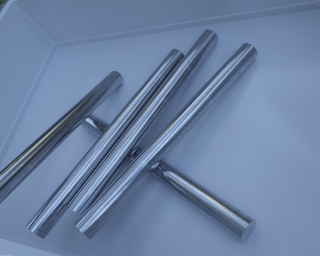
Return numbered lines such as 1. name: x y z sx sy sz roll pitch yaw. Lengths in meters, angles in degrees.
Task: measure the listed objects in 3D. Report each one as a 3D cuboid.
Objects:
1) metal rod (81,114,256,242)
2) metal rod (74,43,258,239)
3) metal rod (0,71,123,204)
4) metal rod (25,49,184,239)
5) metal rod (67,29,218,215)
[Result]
1. metal rod: -0.018 0.040 0.390 0.300 0.025 0.025 30 78 37
2. metal rod: 0.018 0.004 0.368 0.025 0.025 0.301 31 71 38
3. metal rod: -0.132 0.010 0.391 0.025 0.025 0.301 3 38 30
4. metal rod: -0.056 0.004 0.400 0.025 0.025 0.301 19 62 35
5. metal rod: -0.010 -0.019 0.398 0.025 0.025 0.300 21 65 36
